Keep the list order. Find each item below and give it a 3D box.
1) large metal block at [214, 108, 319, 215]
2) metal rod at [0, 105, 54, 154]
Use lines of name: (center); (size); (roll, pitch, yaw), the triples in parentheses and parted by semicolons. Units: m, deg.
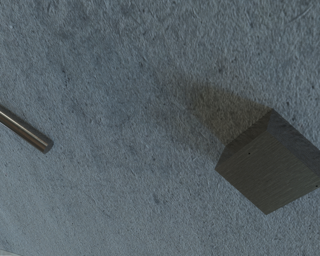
large metal block: (0.124, 0.039, 0.349); (0.080, 0.050, 0.080); (42, 129, -1)
metal rod: (-0.313, -0.049, 0.537); (0.301, 0.025, 0.025); (34, 129, 5)
